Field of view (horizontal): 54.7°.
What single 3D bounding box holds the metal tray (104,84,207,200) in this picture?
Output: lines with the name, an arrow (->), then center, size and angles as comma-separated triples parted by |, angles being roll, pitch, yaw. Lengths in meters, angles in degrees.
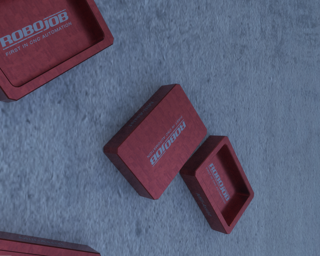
metal tray -> 0.000, 0.015, 0.404 | 0.130, 0.030, 0.090 | -49, 120, -29

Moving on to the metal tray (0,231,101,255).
metal tray -> -0.129, 0.153, 0.294 | 0.131, 0.030, 0.090 | 28, 73, -37

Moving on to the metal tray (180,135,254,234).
metal tray -> 0.093, 0.087, 0.482 | 0.090, 0.030, 0.130 | -44, 117, -31

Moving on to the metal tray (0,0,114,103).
metal tray -> -0.118, -0.095, 0.302 | 0.131, 0.030, 0.090 | -42, 116, -32
